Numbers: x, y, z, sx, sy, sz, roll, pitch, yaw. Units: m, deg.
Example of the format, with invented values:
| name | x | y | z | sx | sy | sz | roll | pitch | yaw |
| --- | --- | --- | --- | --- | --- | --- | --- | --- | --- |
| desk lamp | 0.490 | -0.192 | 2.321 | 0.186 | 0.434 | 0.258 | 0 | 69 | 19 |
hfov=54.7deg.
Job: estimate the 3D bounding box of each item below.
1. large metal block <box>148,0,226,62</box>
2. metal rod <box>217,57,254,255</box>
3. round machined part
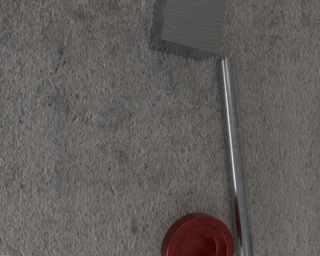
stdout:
| name | x | y | z | sx | sy | sz | roll | pitch | yaw |
| --- | --- | --- | --- | --- | --- | --- | --- | --- | --- |
| large metal block | 0.036 | -0.140 | 0.409 | 0.081 | 0.050 | 0.080 | 9 | 87 | -20 |
| metal rod | 0.111 | 0.049 | 0.450 | 0.025 | 0.025 | 0.298 | -7 | 93 | -20 |
| round machined part | 0.047 | 0.163 | 0.418 | 0.099 | 0.042 | 0.097 | 0 | 90 | -20 |
